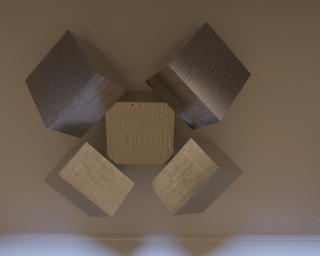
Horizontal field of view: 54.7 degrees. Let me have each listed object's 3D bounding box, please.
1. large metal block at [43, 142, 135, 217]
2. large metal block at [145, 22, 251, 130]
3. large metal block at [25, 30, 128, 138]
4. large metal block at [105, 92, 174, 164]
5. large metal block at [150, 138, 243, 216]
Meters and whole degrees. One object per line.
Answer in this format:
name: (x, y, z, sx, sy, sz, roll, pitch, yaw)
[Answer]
large metal block: (-0.093, 0.070, 0.399, 0.080, 0.050, 0.080, 44, 148, -15)
large metal block: (0.045, -0.057, 0.353, 0.080, 0.050, 0.080, 45, 61, -14)
large metal block: (-0.097, -0.049, 0.353, 0.080, 0.080, 0.050, -44, 148, 14)
large metal block: (-0.024, -0.001, 0.395, 0.081, 0.050, 0.079, 1, 110, -1)
large metal block: (0.048, 0.064, 0.397, 0.080, 0.050, 0.080, -50, 148, 15)
